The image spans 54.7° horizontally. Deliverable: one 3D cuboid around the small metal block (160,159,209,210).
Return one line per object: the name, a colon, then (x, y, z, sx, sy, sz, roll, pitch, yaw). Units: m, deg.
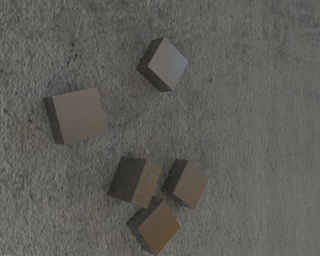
small metal block: (0.036, 0.078, 0.434, 0.050, 0.025, 0.050, 43, 64, -32)

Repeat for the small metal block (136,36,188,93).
small metal block: (0.004, -0.083, 0.407, 0.050, 0.025, 0.050, 40, 66, -33)

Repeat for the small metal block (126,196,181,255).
small metal block: (-0.008, 0.125, 0.398, 0.050, 0.025, 0.050, -42, 115, -32)

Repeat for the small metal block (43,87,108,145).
small metal block: (-0.089, -0.014, 0.330, 0.050, 0.025, 0.050, -19, 102, -38)

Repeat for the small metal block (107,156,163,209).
small metal block: (-0.030, 0.062, 0.363, 0.025, 0.050, 0.050, 33, 70, -36)
